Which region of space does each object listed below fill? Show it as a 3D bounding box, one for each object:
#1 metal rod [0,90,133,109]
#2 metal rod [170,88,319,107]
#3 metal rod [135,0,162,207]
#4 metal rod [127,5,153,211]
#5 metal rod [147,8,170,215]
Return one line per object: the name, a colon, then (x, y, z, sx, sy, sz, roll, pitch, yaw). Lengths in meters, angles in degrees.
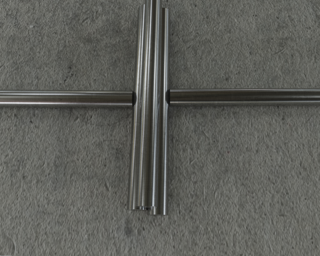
metal rod: (-0.188, -0.040, 0.421, 0.302, 0.025, 0.025, 0, 70, -1)
metal rod: (0.164, -0.042, 0.427, 0.302, 0.025, 0.025, 0, 70, -1)
metal rod: (-0.013, -0.050, 0.406, 0.025, 0.025, 0.299, 1, 70, 0)
metal rod: (-0.024, -0.041, 0.425, 0.025, 0.025, 0.299, 1, 70, 0)
metal rod: (0.000, -0.036, 0.423, 0.025, 0.025, 0.299, 1, 70, 0)
